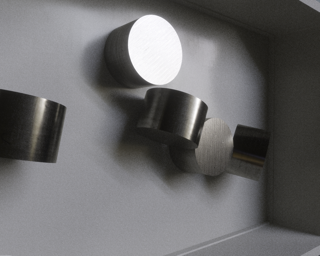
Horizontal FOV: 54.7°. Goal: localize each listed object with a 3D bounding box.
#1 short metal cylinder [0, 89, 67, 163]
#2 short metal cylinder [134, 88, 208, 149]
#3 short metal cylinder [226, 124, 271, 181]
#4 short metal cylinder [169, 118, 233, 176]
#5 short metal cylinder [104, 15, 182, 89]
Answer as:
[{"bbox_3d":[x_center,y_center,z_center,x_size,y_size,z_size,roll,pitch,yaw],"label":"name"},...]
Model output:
[{"bbox_3d":[-0.126,-0.001,0.266,0.081,0.080,0.050,14,81,-40],"label":"short metal cylinder"},{"bbox_3d":[0.014,-0.010,0.385,0.080,0.080,0.050,26,74,-37],"label":"short metal cylinder"},{"bbox_3d":[0.138,0.038,0.485,0.080,0.050,0.080,13,91,-73],"label":"short metal cylinder"},{"bbox_3d":[0.060,0.026,0.443,0.081,0.050,0.079,0,90,-40],"label":"short metal cylinder"},{"bbox_3d":[-0.019,-0.090,0.376,0.081,0.050,0.079,0,90,-40],"label":"short metal cylinder"}]
